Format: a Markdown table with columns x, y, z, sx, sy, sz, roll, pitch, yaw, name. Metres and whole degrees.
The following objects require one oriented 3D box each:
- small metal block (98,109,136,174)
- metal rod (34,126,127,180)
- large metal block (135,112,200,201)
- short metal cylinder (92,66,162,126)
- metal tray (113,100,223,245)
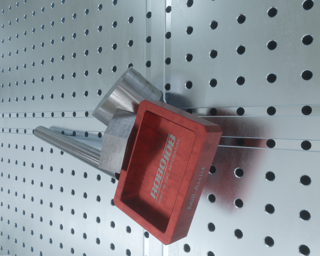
| x | y | z | sx | sy | sz | roll | pitch | yaw | name |
| --- | --- | --- | --- | --- | --- | --- | --- | --- | --- |
| -0.047 | 0.014 | 0.352 | 0.025 | 0.050 | 0.050 | 16 | 124 | 0 | small metal block |
| -0.136 | 0.030 | 0.480 | 0.300 | 0.025 | 0.025 | 13 | 99 | 50 | metal rod |
| 0.003 | 0.035 | 0.387 | 0.080 | 0.050 | 0.080 | -42 | 65 | 31 | large metal block |
| -0.043 | -0.033 | 0.399 | 0.050 | 0.080 | 0.080 | 39 | 123 | -15 | short metal cylinder |
| 0.003 | 0.044 | 0.332 | 0.090 | 0.030 | 0.129 | 26 | 106 | 37 | metal tray |
